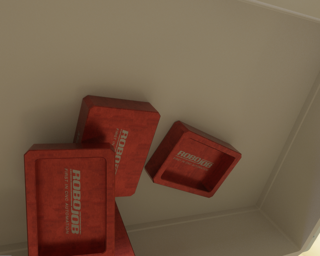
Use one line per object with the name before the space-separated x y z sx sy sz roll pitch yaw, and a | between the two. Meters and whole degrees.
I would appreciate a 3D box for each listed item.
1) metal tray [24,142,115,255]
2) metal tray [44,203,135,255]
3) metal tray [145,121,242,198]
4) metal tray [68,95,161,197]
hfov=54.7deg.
metal tray | -0.096 0.083 0.341 0.091 0.030 0.129 0 99 -13
metal tray | -0.086 0.150 0.386 0.091 0.130 0.030 -12 143 -22
metal tray | 0.053 0.052 0.468 0.131 0.030 0.090 23 106 -37
metal tray | -0.062 0.028 0.390 0.091 0.030 0.129 4 116 -31
